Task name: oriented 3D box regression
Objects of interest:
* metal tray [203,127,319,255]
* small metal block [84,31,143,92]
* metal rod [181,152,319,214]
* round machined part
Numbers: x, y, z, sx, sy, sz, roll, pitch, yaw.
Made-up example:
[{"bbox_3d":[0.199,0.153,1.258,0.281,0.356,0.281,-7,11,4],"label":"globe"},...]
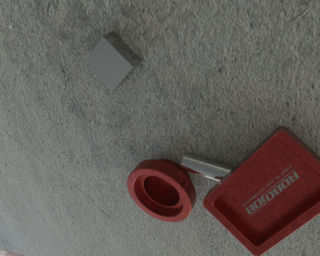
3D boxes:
[{"bbox_3d":[0.125,0.073,0.353,0.090,0.030,0.129,44,114,8],"label":"metal tray"},{"bbox_3d":[-0.059,-0.082,0.385,0.050,0.025,0.050,45,129,-4],"label":"small metal block"},{"bbox_3d":[0.170,0.083,0.368,0.301,0.025,0.025,16,125,18],"label":"metal rod"},{"bbox_3d":[0.006,0.083,0.440,0.098,0.042,0.097,16,129,21],"label":"round machined part"}]
